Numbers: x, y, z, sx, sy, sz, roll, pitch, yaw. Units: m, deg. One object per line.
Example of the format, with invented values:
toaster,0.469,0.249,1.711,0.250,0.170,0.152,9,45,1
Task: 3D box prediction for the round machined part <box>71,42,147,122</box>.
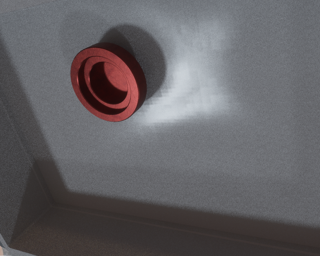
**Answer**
round machined part,-0.060,-0.060,0.393,0.098,0.042,0.097,13,124,21
